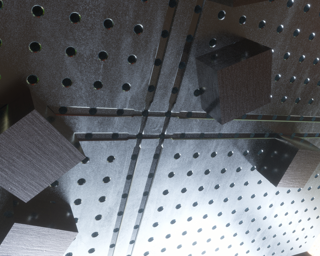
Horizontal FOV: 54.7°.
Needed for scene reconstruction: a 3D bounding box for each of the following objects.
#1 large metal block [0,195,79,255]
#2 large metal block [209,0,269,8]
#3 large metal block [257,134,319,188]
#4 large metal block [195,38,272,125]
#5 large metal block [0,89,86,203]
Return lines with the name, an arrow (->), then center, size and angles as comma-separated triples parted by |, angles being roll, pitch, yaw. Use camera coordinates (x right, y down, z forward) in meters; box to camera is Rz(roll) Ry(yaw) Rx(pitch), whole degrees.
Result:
large metal block -> -0.164, 0.138, 0.392 | 0.080, 0.050, 0.080 | 26, 104, -38
large metal block -> 0.086, -0.165, 0.322 | 0.081, 0.080, 0.050 | -18, 126, -19
large metal block -> 0.241, 0.062, 0.569 | 0.081, 0.050, 0.079 | 8, 114, -32
large metal block -> 0.099, -0.063, 0.413 | 0.081, 0.050, 0.080 | -24, 128, -14
large metal block -> -0.141, 0.020, 0.331 | 0.080, 0.050, 0.080 | -38, 130, -3
